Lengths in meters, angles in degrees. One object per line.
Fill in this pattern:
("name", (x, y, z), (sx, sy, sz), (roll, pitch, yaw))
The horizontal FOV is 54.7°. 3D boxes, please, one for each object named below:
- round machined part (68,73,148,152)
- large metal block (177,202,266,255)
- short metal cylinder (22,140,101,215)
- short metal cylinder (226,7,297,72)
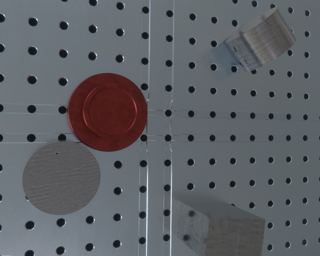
("round machined part", (-0.062, -0.019, 0.381), (0.099, 0.042, 0.097), (0, 90, -20))
("large metal block", (0.079, 0.134, 0.413), (0.081, 0.080, 0.050), (8, 88, -20))
("short metal cylinder", (-0.113, 0.054, 0.358), (0.081, 0.050, 0.079), (0, 90, -20))
("short metal cylinder", (0.140, -0.123, 0.435), (0.080, 0.080, 0.050), (-41, 103, -15))
